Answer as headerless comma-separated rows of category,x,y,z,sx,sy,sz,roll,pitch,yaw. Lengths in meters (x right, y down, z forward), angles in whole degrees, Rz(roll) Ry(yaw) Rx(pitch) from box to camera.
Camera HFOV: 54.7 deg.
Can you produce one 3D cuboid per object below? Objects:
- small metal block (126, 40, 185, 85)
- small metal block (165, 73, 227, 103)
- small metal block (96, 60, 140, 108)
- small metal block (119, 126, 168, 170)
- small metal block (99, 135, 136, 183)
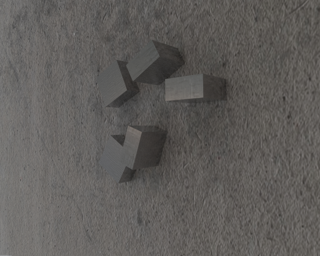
small metal block,-0.005,-0.081,0.393,0.050,0.050,0.025,-37,68,34
small metal block,0.041,-0.044,0.354,0.050,0.050,0.025,-1,89,40
small metal block,-0.063,-0.064,0.457,0.050,0.025,0.050,-32,70,35
small metal block,-0.021,0.024,0.406,0.025,0.050,0.050,24,105,37
small metal block,-0.057,0.044,0.453,0.050,0.025,0.050,38,113,33
